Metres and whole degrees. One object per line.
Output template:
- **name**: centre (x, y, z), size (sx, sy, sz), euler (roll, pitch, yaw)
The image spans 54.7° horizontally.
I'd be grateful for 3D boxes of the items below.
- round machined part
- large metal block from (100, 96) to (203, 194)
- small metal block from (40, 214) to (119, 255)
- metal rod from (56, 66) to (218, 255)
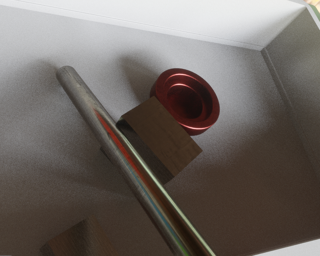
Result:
- **round machined part**: centre (0.030, -0.032, 0.432), size (0.099, 0.042, 0.098), euler (14, 56, -21)
- **large metal block**: centre (-0.013, 0.025, 0.350), size (0.080, 0.080, 0.050), euler (49, 51, 6)
- **small metal block**: centre (-0.074, 0.118, 0.290), size (0.050, 0.025, 0.050), euler (-24, 74, -46)
- **metal rod**: centre (-0.039, 0.020, 0.293), size (0.025, 0.025, 0.300), euler (-11, 42, -33)
